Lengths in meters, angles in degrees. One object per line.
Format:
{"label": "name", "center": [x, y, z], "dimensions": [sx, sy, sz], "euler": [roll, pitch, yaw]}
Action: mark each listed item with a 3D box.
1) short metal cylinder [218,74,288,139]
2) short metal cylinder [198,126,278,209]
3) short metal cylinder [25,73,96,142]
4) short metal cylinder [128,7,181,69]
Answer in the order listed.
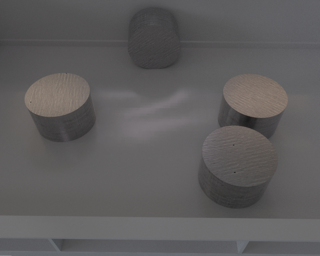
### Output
{"label": "short metal cylinder", "center": [0.121, -0.027, 0.412], "dimensions": [0.080, 0.050, 0.080], "euler": [0, 50, 0]}
{"label": "short metal cylinder", "center": [0.086, 0.044, 0.353], "dimensions": [0.080, 0.050, 0.080], "euler": [0, 50, 0]}
{"label": "short metal cylinder", "center": [-0.130, -0.028, 0.411], "dimensions": [0.080, 0.050, 0.080], "euler": [0, 50, 0]}
{"label": "short metal cylinder", "center": [-0.010, -0.140, 0.487], "dimensions": [0.081, 0.080, 0.050], "euler": [-2, 50, -2]}
